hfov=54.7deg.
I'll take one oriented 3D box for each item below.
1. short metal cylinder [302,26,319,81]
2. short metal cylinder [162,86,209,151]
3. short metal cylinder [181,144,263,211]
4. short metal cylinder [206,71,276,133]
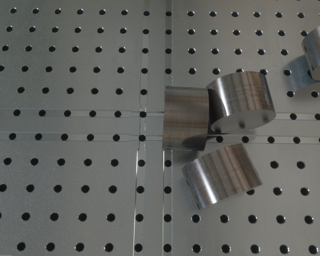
[{"bbox_3d":[0.244,-0.106,0.424,0.081,0.080,0.050,-7,71,-3],"label":"short metal cylinder"},{"bbox_3d":[0.030,-0.011,0.387,0.050,0.080,0.080,3,70,1],"label":"short metal cylinder"},{"bbox_3d":[0.072,0.058,0.362,0.081,0.080,0.050,-19,72,-7],"label":"short metal cylinder"},{"bbox_3d":[0.100,-0.030,0.395,0.081,0.080,0.050,-7,70,-3],"label":"short metal cylinder"}]
